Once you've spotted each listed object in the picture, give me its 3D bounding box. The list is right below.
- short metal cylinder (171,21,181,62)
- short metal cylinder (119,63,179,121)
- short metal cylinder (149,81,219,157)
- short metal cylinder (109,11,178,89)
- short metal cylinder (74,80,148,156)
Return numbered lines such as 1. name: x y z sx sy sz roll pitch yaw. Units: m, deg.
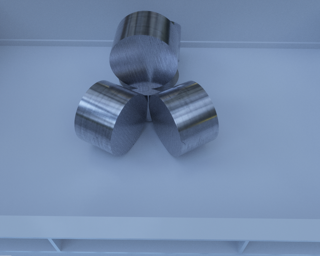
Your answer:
1. short metal cylinder: -0.009 -0.128 0.466 0.080 0.080 0.050 3 93 2
2. short metal cylinder: -0.015 -0.056 0.432 0.080 0.050 0.080 0 50 0
3. short metal cylinder: 0.027 -0.012 0.377 0.050 0.080 0.080 -23 54 -17
4. short metal cylinder: -0.018 -0.094 0.381 0.080 0.080 0.050 2 50 2
5. short metal cylinder: -0.057 -0.012 0.377 0.050 0.080 0.080 23 54 18
